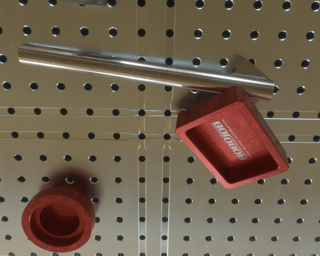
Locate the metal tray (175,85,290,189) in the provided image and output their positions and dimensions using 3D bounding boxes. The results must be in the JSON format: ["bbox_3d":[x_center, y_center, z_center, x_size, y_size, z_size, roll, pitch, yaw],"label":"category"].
[{"bbox_3d":[0.092,0.018,0.390,0.090,0.030,0.130,-26,122,29],"label":"metal tray"}]

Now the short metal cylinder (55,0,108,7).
[{"bbox_3d":[-0.080,-0.171,0.320,0.050,0.080,0.079,7,110,-3],"label":"short metal cylinder"}]

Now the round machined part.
[{"bbox_3d":[-0.143,0.128,0.449,0.099,0.042,0.097,0,110,-1],"label":"round machined part"}]

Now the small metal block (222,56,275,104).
[{"bbox_3d":[0.107,-0.055,0.395,0.050,0.025,0.050,36,106,-13],"label":"small metal block"}]

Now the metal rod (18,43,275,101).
[{"bbox_3d":[-0.018,-0.067,0.372,0.302,0.025,0.025,9,110,2],"label":"metal rod"}]
